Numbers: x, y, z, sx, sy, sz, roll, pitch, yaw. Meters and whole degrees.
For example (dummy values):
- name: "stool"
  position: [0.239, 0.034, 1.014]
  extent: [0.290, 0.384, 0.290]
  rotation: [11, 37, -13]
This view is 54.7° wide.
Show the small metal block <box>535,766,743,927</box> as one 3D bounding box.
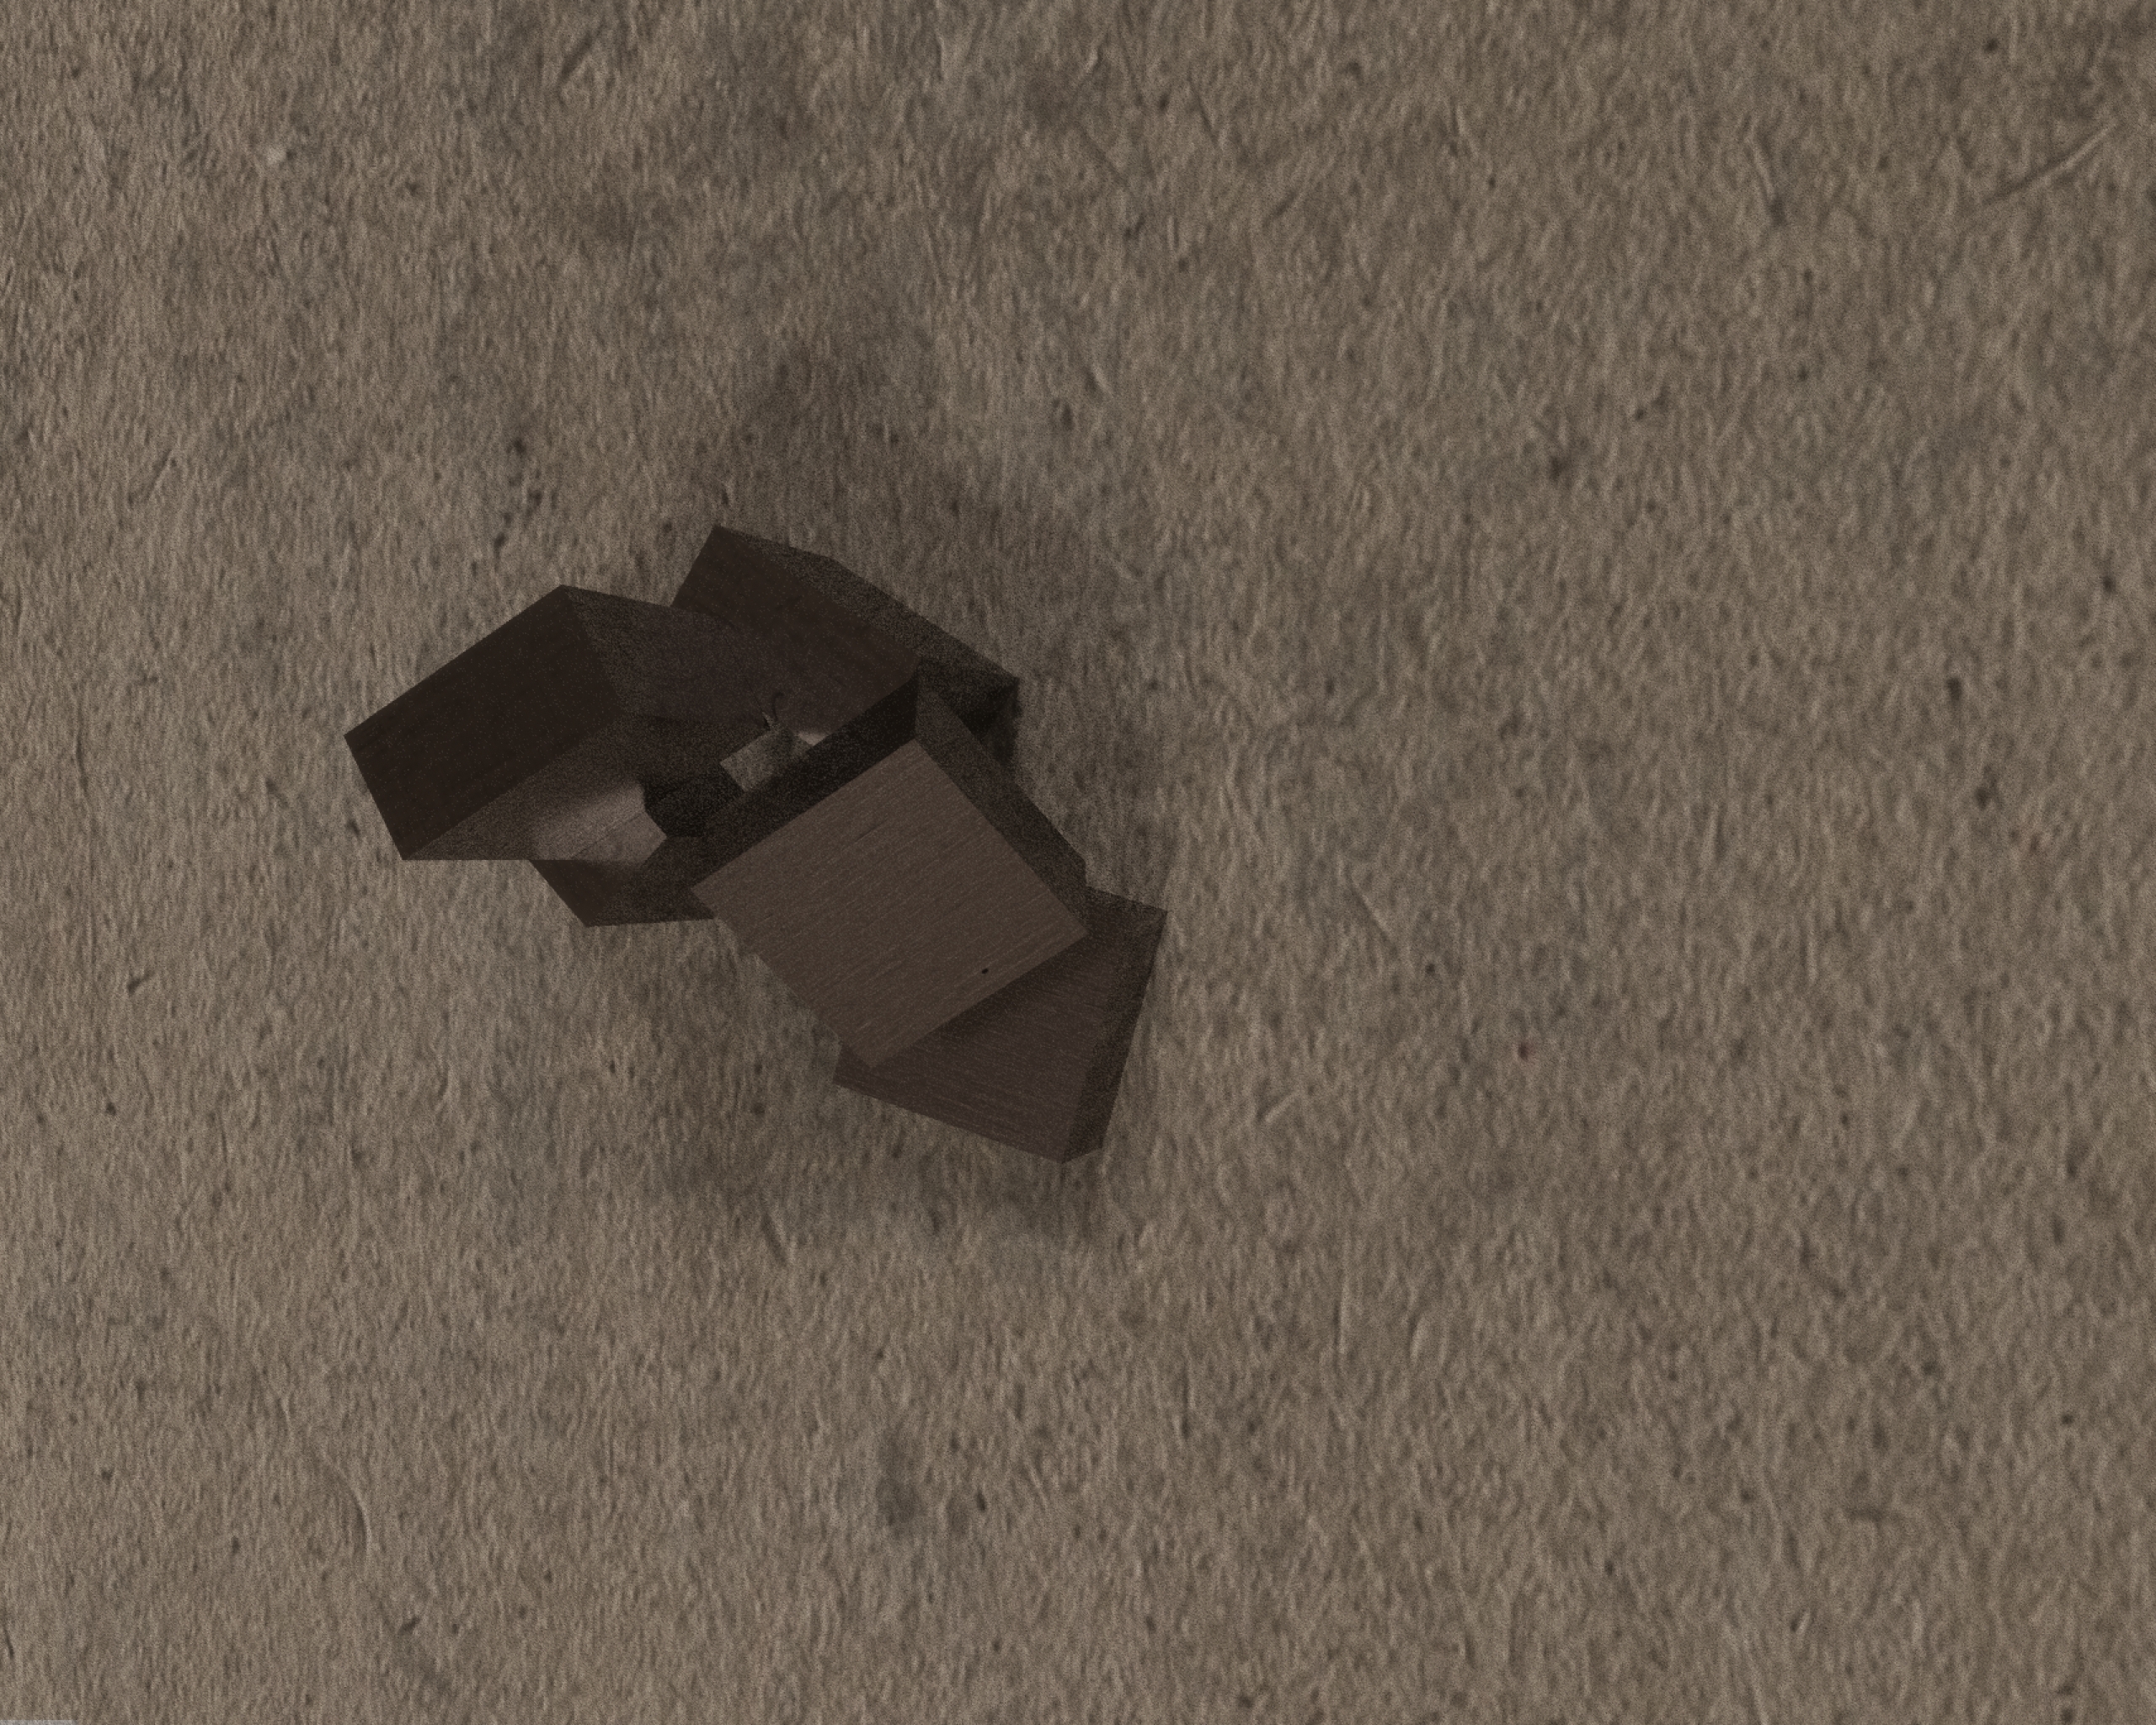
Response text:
- name: "small metal block"
  position: [-0.095, -0.014, 0.429]
  extent: [0.025, 0.050, 0.050]
  rotation: [-47, 76, 14]

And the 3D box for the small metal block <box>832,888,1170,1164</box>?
- name: "small metal block"
  position: [-0.015, 0.027, 0.415]
  extent: [0.050, 0.025, 0.050]
  rotation: [17, 96, 18]

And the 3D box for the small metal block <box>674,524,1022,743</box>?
- name: "small metal block"
  position: [-0.046, -0.040, 0.412]
  extent: [0.050, 0.050, 0.025]
  rotation: [34, 101, 16]

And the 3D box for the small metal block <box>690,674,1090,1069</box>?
- name: "small metal block"
  position: [-0.033, 0.002, 0.381]
  extent: [0.050, 0.025, 0.050]
  rotation: [-33, 117, 17]

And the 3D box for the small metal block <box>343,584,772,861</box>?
- name: "small metal block"
  position: [-0.092, -0.023, 0.375]
  extent: [0.050, 0.050, 0.025]
  rotation: [-31, 80, 17]
